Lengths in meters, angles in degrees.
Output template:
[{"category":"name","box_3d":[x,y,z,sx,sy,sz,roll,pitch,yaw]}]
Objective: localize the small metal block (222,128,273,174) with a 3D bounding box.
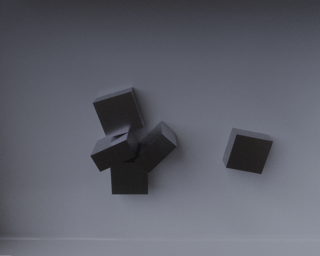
[{"category":"small metal block","box_3d":[0.119,0.031,0.425,0.050,0.025,0.050,11,110,-5]}]

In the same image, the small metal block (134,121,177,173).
[{"category":"small metal block","box_3d":[-0.006,0.023,0.407,0.025,0.050,0.050,42,104,-14]}]

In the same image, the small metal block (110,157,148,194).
[{"category":"small metal block","box_3d":[-0.042,0.065,0.435,0.050,0.025,0.050,0,110,-1]}]

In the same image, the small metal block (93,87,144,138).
[{"category":"small metal block","box_3d":[-0.052,-0.020,0.403,0.050,0.025,0.050,-16,110,5]}]

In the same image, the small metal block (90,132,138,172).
[{"category":"small metal block","box_3d":[-0.058,0.026,0.407,0.050,0.050,0.025,-24,109,8]}]
